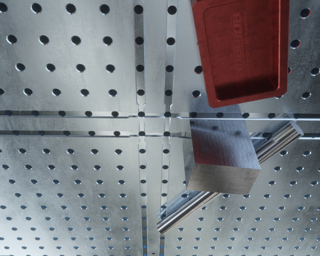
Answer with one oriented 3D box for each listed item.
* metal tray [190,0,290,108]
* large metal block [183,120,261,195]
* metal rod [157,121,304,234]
[{"bbox_3d":[0.088,-0.087,0.335,0.090,0.030,0.129,-11,130,8],"label":"metal tray"},{"bbox_3d":[0.077,0.038,0.409,0.081,0.080,0.050,6,130,-6],"label":"large metal block"},{"bbox_3d":[0.094,0.092,0.491,0.025,0.025,0.299,30,124,-23],"label":"metal rod"}]
